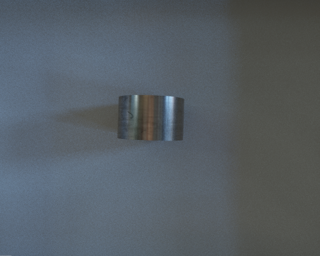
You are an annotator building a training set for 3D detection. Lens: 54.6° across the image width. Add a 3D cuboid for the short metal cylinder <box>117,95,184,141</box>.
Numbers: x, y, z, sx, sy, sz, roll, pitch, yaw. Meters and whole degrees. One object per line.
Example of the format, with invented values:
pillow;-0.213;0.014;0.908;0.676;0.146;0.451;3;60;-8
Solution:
short metal cylinder;-0.011;-0.011;0.381;0.080;0.080;0.050;2;90;0
